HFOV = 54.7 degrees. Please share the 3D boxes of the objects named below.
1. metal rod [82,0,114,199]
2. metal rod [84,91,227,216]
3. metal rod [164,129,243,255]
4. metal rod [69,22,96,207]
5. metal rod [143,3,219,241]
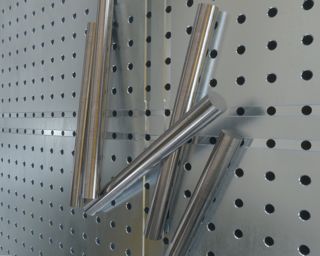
[{"bbox_3d":[-0.091,-0.048,0.460,0.025,0.025,0.298,-1,83,39],"label":"metal rod"},{"bbox_3d":[-0.027,0.051,0.403,0.299,0.025,0.025,-43,64,40],"label":"metal rod"},{"bbox_3d":[0.028,0.140,0.384,0.025,0.025,0.298,33,110,35],"label":"metal rod"},{"bbox_3d":[-0.121,-0.018,0.506,0.025,0.025,0.298,13,98,39],"label":"metal rod"},{"bbox_3d":[0.023,0.001,0.388,0.025,0.025,0.298,21,103,37],"label":"metal rod"}]
